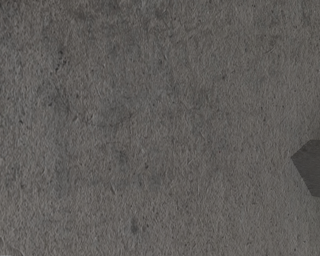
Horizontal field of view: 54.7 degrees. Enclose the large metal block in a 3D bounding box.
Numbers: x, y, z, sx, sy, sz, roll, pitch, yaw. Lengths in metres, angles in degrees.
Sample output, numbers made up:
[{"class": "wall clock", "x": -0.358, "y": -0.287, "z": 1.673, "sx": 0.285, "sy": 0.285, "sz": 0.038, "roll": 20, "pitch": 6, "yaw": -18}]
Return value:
[{"class": "large metal block", "x": 0.265, "y": 0.066, "z": 0.478, "sx": 0.050, "sy": 0.080, "sz": 0.080, "roll": -36, "pitch": 102, "yaw": -16}]
